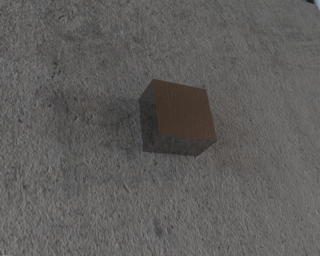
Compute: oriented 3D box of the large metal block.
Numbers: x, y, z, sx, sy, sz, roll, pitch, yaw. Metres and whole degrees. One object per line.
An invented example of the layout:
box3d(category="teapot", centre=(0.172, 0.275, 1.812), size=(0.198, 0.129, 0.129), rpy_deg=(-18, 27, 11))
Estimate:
box3d(category="large metal block", centre=(0.021, -0.011, 0.409), size=(0.081, 0.050, 0.080), rpy_deg=(8, 58, -25))
